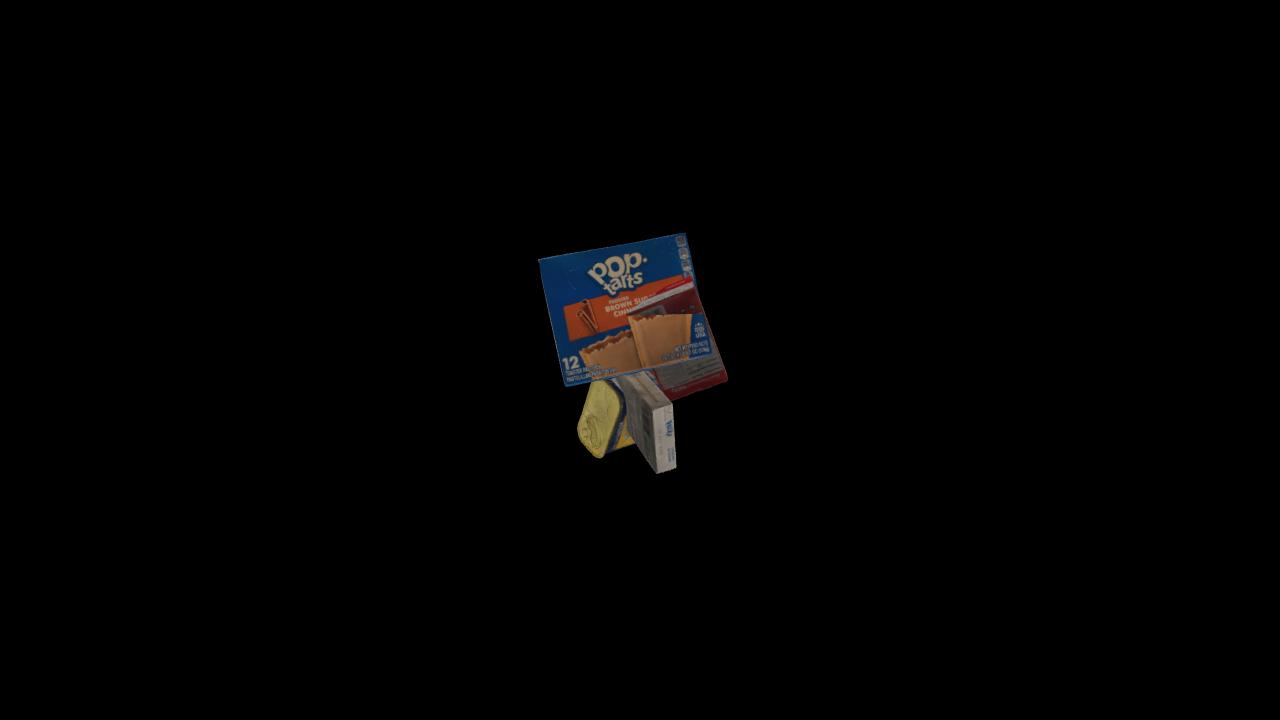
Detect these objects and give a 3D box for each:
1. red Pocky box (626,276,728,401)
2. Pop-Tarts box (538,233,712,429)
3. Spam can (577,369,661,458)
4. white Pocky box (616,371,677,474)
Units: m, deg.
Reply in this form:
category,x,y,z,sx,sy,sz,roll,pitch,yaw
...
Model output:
category,x,y,z,sx,sy,sz,roll,pitch,yaw
red Pocky box,0.044,-0.020,0.712,0.083,0.155,0.028,-21,42,6
Pop-Tarts box,-0.019,-0.054,0.699,0.167,0.141,0.083,-12,-2,-9
Spam can,-0.020,0.063,0.761,0.085,0.101,0.058,-12,44,-41
white Pocky box,-0.001,0.055,0.708,0.028,0.084,0.154,-14,27,-16
